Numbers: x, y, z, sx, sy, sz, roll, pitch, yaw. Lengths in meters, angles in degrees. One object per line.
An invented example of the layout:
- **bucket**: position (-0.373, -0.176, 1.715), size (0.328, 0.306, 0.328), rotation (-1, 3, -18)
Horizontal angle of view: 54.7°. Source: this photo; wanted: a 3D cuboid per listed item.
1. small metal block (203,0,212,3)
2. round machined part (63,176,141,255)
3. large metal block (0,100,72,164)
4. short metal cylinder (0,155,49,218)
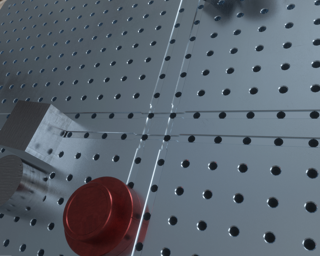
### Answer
- **small metal block**: position (0.083, -0.238, 0.491), size (0.025, 0.050, 0.050), rotation (24, 72, 5)
- **round machined part**: position (-0.076, 0.104, 0.373), size (0.098, 0.042, 0.098), rotation (-13, 56, 21)
- **large metal block**: position (-0.202, 0.005, 0.496), size (0.080, 0.050, 0.080), rotation (8, 66, 31)
- **short metal cylinder**: position (-0.212, 0.085, 0.451), size (0.080, 0.050, 0.080), rotation (-13, 56, 21)
